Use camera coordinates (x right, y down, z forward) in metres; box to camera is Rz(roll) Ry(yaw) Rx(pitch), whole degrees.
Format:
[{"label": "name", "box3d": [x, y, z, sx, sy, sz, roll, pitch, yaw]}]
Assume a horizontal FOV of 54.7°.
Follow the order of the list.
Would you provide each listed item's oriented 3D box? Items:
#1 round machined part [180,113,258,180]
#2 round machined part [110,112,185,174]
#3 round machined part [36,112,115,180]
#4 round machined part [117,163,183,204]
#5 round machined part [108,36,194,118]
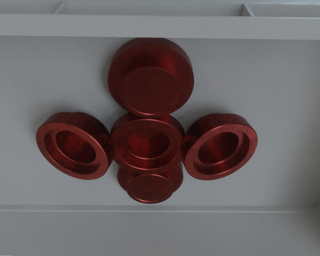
[{"label": "round machined part", "box3d": [0.072, 0.020, 0.402, 0.099, 0.042, 0.097, -11, 132, -13]}, {"label": "round machined part", "box3d": [-0.016, 0.013, 0.406, 0.099, 0.042, 0.097, 0, 130, 0]}, {"label": "round machined part", "box3d": [-0.104, 0.018, 0.400, 0.098, 0.042, 0.097, 11, 131, 13]}, {"label": "round machined part", "box3d": [-0.015, 0.076, 0.460, 0.099, 0.042, 0.097, 0, 130, 0]}, {"label": "round machined part", "box3d": [-0.010, -0.050, 0.353, 0.099, 0.042, 0.097, 0, 130, 0]}]
